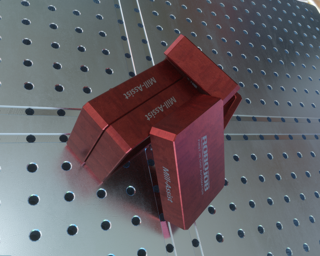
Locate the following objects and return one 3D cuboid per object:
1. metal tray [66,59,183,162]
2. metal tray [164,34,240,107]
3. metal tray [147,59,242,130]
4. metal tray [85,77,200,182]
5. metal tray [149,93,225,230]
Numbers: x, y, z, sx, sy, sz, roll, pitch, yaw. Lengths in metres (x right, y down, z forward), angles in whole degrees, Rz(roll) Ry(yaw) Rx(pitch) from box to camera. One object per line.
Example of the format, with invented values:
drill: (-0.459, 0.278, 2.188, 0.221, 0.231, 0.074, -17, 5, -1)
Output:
metal tray: (-0.039, -0.021, 0.359, 0.030, 0.090, 0.131, 49, 51, 5)
metal tray: (0.052, -0.069, 0.407, 0.090, 0.030, 0.130, 43, 6, 1)
metal tray: (0.053, -0.056, 0.468, 0.130, 0.030, 0.090, 40, 51, -2)
metal tray: (-0.017, 0.000, 0.356, 0.030, 0.090, 0.131, 49, 51, 5)
metal tray: (0.037, 0.038, 0.347, 0.030, 0.129, 0.091, 18, 40, 36)
